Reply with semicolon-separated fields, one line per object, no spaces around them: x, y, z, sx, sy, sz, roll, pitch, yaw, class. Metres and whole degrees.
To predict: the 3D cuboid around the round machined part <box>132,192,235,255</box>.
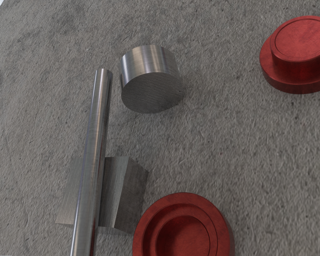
0.025;0.118;0.308;0.098;0.042;0.098;-13;56;21;round machined part

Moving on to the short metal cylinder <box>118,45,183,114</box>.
-0.013;-0.063;0.415;0.080;0.080;0.050;-21;54;15;short metal cylinder

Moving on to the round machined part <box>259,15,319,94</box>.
0.167;-0.091;0.362;0.098;0.042;0.098;-13;56;21;round machined part

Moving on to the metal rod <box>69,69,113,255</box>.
-0.076;0.055;0.345;0.025;0.025;0.299;-14;56;21;metal rod

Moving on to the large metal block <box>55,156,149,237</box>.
-0.067;0.082;0.373;0.080;0.050;0.080;-5;60;26;large metal block
